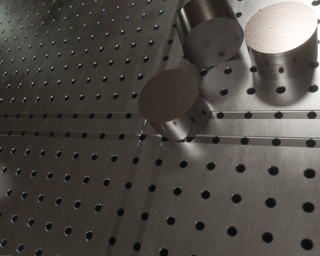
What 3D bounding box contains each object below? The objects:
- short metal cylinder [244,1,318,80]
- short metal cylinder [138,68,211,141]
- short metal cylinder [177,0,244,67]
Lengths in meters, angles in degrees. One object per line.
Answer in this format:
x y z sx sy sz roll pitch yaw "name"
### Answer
0.149 -0.106 0.379 0.080 0.050 0.080 -13 56 20 "short metal cylinder"
0.019 -0.029 0.399 0.080 0.050 0.080 -13 56 20 "short metal cylinder"
0.066 -0.129 0.417 0.080 0.080 0.050 -21 54 15 "short metal cylinder"
